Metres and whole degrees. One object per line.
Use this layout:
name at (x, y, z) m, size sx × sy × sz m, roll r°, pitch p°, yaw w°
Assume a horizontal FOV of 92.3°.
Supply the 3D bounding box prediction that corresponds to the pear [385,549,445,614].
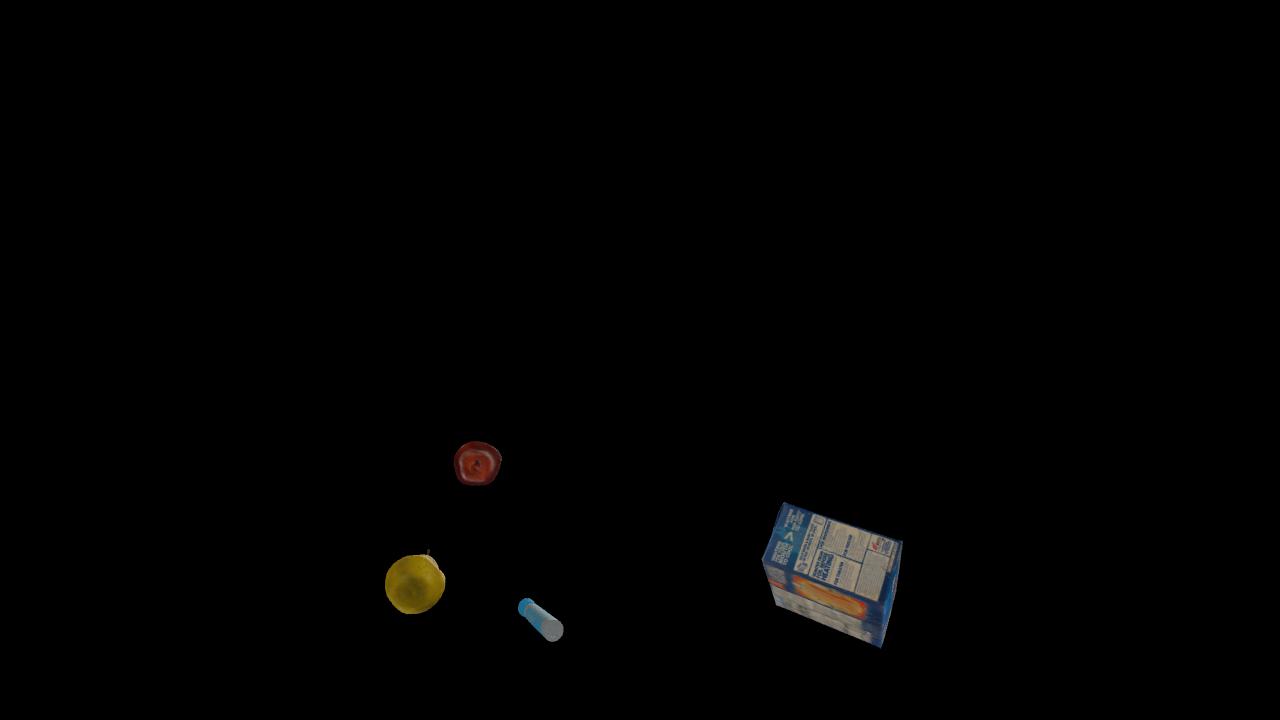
pear at (-0.308, 0.305, 0.862) m, size 0.080 × 0.080 × 0.111 m, roll 0°, pitch 2°, yaw -1°

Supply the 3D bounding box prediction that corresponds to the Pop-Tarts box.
Pop-Tarts box at (0.239, 0.267, 0.760) m, size 0.141 × 0.083 × 0.167 m, roll 13°, pitch -33°, yaw 29°

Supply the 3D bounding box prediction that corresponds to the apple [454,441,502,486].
apple at (-0.274, 0.174, 1.040) m, size 0.079 × 0.079 × 0.093 m, roll 0°, pitch -6°, yaw -13°

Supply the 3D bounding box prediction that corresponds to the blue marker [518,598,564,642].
blue marker at (-0.101, 0.256, 0.612) m, size 0.020 × 0.020 × 0.121 m, roll 0°, pitch -10°, yaw -23°
